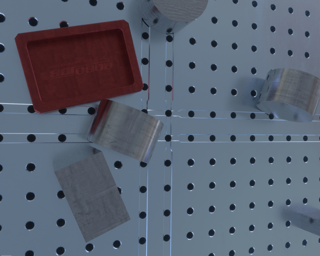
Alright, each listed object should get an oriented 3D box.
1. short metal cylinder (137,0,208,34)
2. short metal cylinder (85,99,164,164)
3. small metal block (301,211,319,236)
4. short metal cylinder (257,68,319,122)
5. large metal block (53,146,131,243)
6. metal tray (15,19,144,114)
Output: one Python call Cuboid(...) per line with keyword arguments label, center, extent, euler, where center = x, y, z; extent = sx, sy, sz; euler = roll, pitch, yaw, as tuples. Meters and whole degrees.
Cuboid(label="short metal cylinder", center=(0.016, -0.170, 0.405), extent=(0.081, 0.050, 0.080), euler=(0, 90, -20))
Cuboid(label="short metal cylinder", center=(-0.042, 0.005, 0.368), extent=(0.080, 0.080, 0.050), euler=(24, 82, -19))
Cuboid(label="small metal block", center=(0.265, 0.154, 0.497), extent=(0.050, 0.050, 0.025), euler=(0, 90, -20))
Cuboid(label="short metal cylinder", center=(0.189, -0.046, 0.453), extent=(0.080, 0.080, 0.050), euler=(23, 83, -19))
Cuboid(label="large metal block", center=(-0.081, 0.070, 0.354), extent=(0.050, 0.080, 0.080), euler=(-24, 98, -18))
Cuboid(label="metal tray", center=(-0.094, -0.075, 0.374), extent=(0.131, 0.030, 0.089), euler=(-15, 95, -20))
